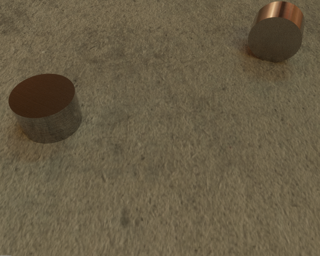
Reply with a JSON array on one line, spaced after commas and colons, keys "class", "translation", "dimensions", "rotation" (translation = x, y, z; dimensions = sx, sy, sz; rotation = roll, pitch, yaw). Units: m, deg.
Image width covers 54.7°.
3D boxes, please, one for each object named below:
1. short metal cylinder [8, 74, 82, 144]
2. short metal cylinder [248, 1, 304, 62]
[{"class": "short metal cylinder", "translation": [-0.148, -0.026, 0.407], "dimensions": [0.081, 0.050, 0.080], "rotation": [0, 50, 0]}, {"class": "short metal cylinder", "translation": [0.188, -0.155, 0.500], "dimensions": [0.080, 0.080, 0.050], "rotation": [16, 52, 13]}]
